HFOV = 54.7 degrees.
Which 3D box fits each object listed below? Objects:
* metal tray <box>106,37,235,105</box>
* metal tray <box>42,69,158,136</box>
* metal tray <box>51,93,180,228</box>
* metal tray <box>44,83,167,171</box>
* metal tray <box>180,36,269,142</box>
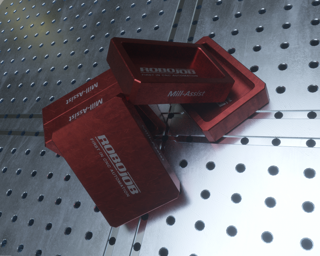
[{"bbox_3d":[0.012,-0.069,0.370,0.131,0.030,0.090,-4,45,-29],"label":"metal tray"},{"bbox_3d":[-0.078,-0.022,0.418,0.130,0.090,0.030,-29,52,10],"label":"metal tray"},{"bbox_3d":[-0.047,0.038,0.349,0.090,0.130,0.030,-29,11,10],"label":"metal tray"},{"bbox_3d":[-0.069,0.000,0.399,0.130,0.090,0.030,-29,52,10],"label":"metal tray"},{"bbox_3d":[0.064,-0.055,0.403,0.090,0.030,0.130,-37,51,3],"label":"metal tray"}]
